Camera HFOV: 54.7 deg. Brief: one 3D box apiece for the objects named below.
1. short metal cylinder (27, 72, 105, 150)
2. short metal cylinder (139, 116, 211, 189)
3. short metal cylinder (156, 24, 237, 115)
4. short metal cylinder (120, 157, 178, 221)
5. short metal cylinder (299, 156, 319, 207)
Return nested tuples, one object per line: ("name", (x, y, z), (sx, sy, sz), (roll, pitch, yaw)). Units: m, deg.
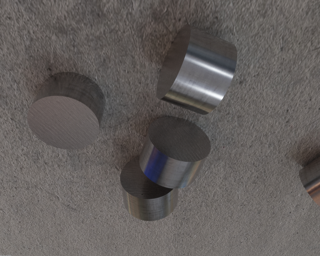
("short metal cylinder", (-0.110, -0.020, 0.373), (0.081, 0.050, 0.079), (0, 130, 0))
("short metal cylinder", (0.018, 0.030, 0.397), (0.081, 0.080, 0.050), (12, 129, -10))
("short metal cylinder", (0.035, -0.059, 0.321), (0.050, 0.080, 0.079), (19, 128, -15))
("short metal cylinder", (-0.014, 0.084, 0.442), (0.080, 0.080, 0.050), (-1, 130, 1))
("short metal cylinder", (0.247, 0.078, 0.439), (0.080, 0.080, 0.050), (28, 125, -22))
